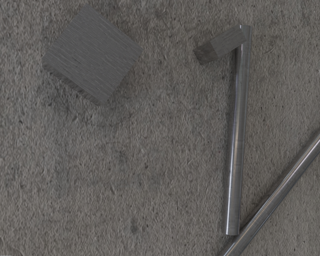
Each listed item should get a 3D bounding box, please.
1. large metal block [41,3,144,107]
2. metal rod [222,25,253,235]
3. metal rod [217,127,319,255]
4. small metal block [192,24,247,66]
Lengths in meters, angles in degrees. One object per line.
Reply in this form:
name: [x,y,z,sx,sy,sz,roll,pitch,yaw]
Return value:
large metal block: [-0.080,-0.082,0.366,0.080,0.050,0.080,37,78,-17]
metal rod: [0.112,0.002,0.450,0.025,0.025,0.298,5,88,-20]
metal rod: [0.171,0.110,0.472,0.301,0.025,0.025,-45,104,-14]
small metal block: [0.081,-0.113,0.426,0.050,0.050,0.025,-34,101,-17]
